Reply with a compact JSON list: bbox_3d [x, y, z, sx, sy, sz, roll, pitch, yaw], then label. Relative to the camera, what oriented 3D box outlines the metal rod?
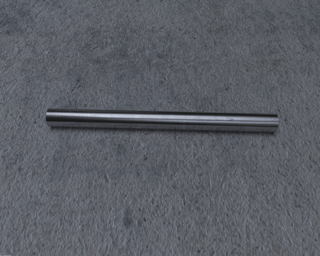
[{"bbox_3d":[0.002,-0.010,0.414,0.302,0.025,0.025,1,50,1],"label":"metal rod"}]
